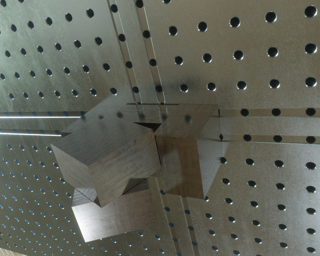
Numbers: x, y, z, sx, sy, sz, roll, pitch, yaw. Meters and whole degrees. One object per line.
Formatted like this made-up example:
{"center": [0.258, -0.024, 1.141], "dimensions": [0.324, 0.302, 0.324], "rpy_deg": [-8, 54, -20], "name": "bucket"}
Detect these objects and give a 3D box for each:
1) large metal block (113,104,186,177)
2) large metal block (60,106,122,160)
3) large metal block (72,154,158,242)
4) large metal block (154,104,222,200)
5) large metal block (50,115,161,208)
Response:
{"center": [-0.016, 0.016, 0.409], "dimensions": [0.080, 0.050, 0.079], "rpy_deg": [3, 120, 26], "name": "large metal block"}
{"center": [-0.080, 0.022, 0.430], "dimensions": [0.050, 0.080, 0.079], "rpy_deg": [2, 119, 27], "name": "large metal block"}
{"center": [-0.051, 0.076, 0.362], "dimensions": [0.081, 0.080, 0.050], "rpy_deg": [-13, 116, -3], "name": "large metal block"}
{"center": [0.037, 0.025, 0.370], "dimensions": [0.050, 0.080, 0.079], "rpy_deg": [4, 120, 26], "name": "large metal block"}
{"center": [-0.059, 0.031, 0.342], "dimensions": [0.080, 0.081, 0.050], "rpy_deg": [18, 128, 45], "name": "large metal block"}
